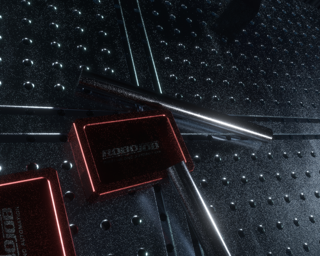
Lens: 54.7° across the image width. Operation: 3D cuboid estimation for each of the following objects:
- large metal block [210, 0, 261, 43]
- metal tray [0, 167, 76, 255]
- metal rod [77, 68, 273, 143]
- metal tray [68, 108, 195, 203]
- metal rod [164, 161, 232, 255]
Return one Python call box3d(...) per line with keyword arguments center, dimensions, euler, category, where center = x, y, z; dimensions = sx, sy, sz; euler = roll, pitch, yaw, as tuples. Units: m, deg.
box3d(center=(0.146, -0.225, 0.592), dimensions=(0.050, 0.080, 0.080), euler=(31, 52, -9), category="large metal block")
box3d(center=(-0.127, 0.106, 0.272), dimensions=(0.091, 0.030, 0.130), euler=(-7, 65, -32), category="metal tray")
box3d(center=(0.035, -0.026, 0.444), dimensions=(0.302, 0.025, 0.025), euler=(16, 55, -20), category="metal rod")
box3d(center=(-0.032, 0.028, 0.371), dimensions=(0.131, 0.030, 0.090), euler=(-9, 66, -32), category="metal tray")
box3d(center=(0.082, 0.175, 0.327), dimensions=(0.025, 0.025, 0.299), euler=(-20, 79, -36), category="metal rod")
